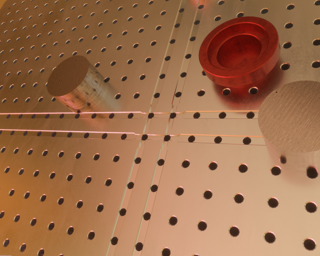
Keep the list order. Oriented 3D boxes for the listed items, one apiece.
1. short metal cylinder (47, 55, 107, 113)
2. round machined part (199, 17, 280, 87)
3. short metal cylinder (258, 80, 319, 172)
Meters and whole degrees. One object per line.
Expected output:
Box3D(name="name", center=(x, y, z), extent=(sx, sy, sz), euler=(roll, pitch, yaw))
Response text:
Box3D(name="short metal cylinder", center=(-0.135, -0.071, 0.507), extent=(0.080, 0.050, 0.080), euler=(-13, 56, 21))
Box3D(name="round machined part", center=(0.103, -0.093, 0.400), extent=(0.098, 0.042, 0.098), euler=(-13, 56, 21))
Box3D(name="short metal cylinder", center=(0.146, -0.001, 0.316), extent=(0.080, 0.050, 0.080), euler=(-13, 56, 21))
